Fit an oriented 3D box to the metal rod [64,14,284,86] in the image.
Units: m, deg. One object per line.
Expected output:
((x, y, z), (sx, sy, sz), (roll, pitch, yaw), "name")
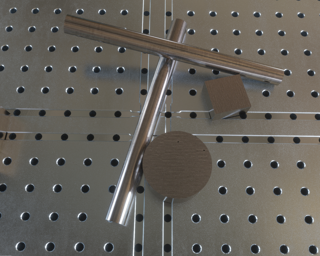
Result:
((0.024, -0.105, 0.424), (0.302, 0.025, 0.025), (12, 70, -6), "metal rod")

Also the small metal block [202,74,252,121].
((0.091, -0.042, 0.428), (0.050, 0.025, 0.050), (-12, 71, -5), "small metal block")

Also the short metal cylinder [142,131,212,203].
((0.020, 0.049, 0.381), (0.081, 0.050, 0.080), (0, 70, -1), "short metal cylinder")

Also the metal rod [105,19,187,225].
((-0.012, -0.022, 0.419), (0.025, 0.025, 0.299), (15, 70, 5), "metal rod")

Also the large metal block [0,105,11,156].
((-0.250, 0.007, 0.393), (0.081, 0.050, 0.080), (4, 70, 1), "large metal block")
